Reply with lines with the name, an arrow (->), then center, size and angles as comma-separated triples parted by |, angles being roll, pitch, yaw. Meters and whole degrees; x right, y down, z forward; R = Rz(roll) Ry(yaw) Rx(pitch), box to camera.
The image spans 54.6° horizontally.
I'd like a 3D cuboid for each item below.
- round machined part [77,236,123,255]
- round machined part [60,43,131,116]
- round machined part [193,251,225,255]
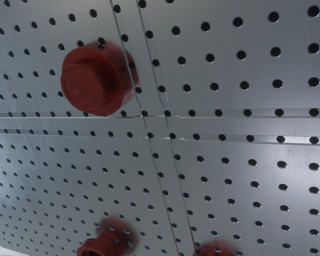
round machined part -> -0.113, 0.255, 0.619 | 0.098, 0.042, 0.097 | 13, 124, 21
round machined part -> -0.092, -0.059, 0.413 | 0.098, 0.042, 0.097 | 13, 124, 21
round machined part -> 0.089, 0.255, 0.511 | 0.098, 0.042, 0.097 | 13, 124, 21
